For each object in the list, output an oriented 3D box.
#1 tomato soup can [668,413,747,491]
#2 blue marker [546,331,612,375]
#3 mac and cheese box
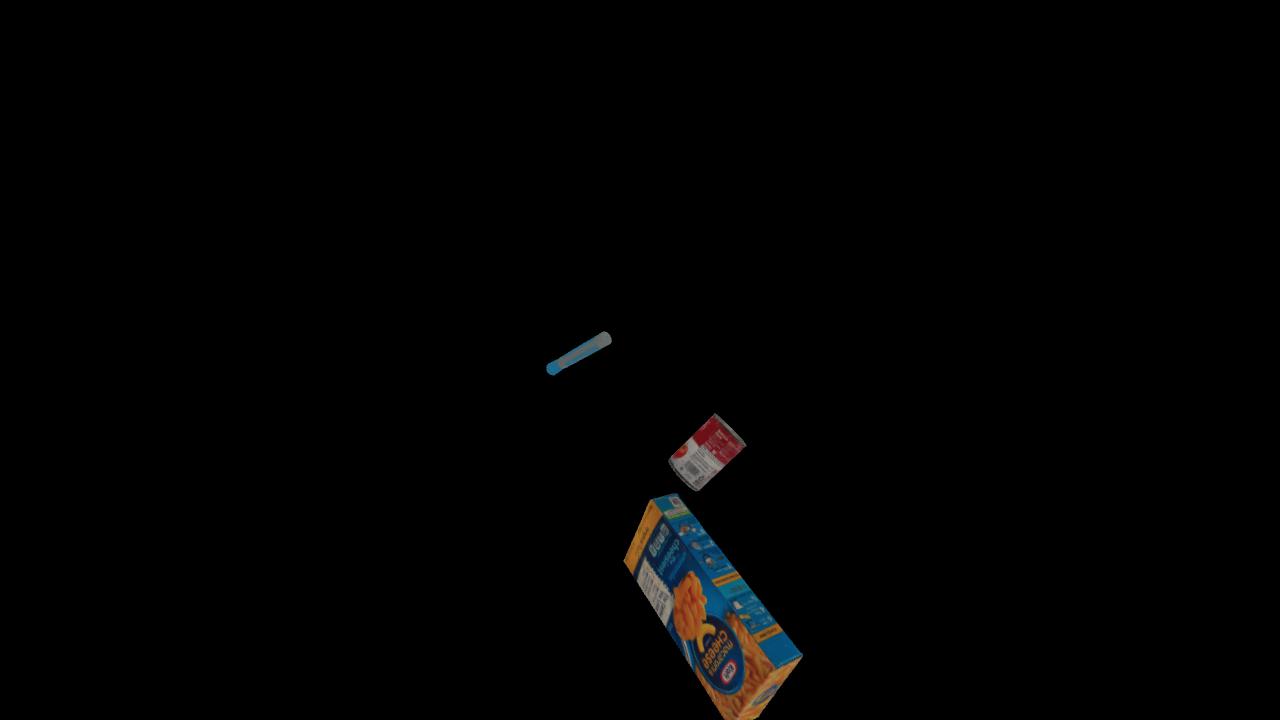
[{"bbox_3d":[0.100,0.139,0.919,0.068,0.101,0.068,44,5,-5],"label":"tomato soup can"},{"bbox_3d":[-0.086,-0.007,0.833,0.121,0.020,0.020,-27,-17,37],"label":"blue marker"},{"bbox_3d":[0.056,0.221,0.561,0.041,0.093,0.184,-2,36,-37],"label":"mac and cheese box"}]
